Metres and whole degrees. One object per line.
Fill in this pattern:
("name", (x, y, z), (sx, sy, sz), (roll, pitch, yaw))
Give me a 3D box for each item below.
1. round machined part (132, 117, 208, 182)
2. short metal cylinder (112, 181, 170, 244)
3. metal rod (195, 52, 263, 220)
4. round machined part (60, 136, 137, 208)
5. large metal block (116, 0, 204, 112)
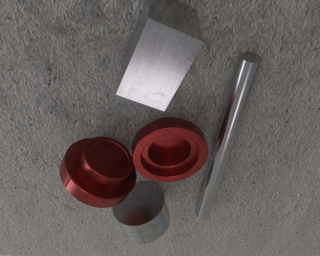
("round machined part", (0.012, 0.025, 0.414), (0.099, 0.042, 0.097), (-3, 129, -4))
("short metal cylinder", (-0.028, 0.130, 0.482), (0.080, 0.080, 0.050), (-9, 130, 7))
("metal rod", (0.087, 0.035, 0.437), (0.025, 0.025, 0.298), (4, 130, -4))
("round machined part", (-0.074, 0.049, 0.401), (0.099, 0.098, 0.042), (23, 126, -19))
("large metal block", (-0.002, -0.077, 0.305), (0.050, 0.080, 0.079), (19, 128, -15))
